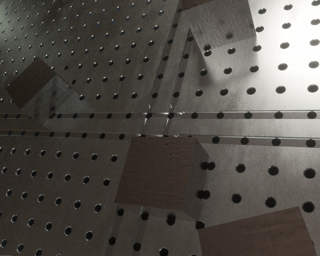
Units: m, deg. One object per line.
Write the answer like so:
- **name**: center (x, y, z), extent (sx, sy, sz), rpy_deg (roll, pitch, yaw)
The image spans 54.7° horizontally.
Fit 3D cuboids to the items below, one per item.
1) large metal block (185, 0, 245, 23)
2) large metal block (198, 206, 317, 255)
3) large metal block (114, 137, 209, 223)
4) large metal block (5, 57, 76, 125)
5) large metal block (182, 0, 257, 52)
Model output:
- **large metal block**: center (0.078, -0.215, 0.464), extent (0.080, 0.080, 0.050), rpy_deg (-9, 58, 23)
- **large metal block**: center (0.087, 0.110, 0.260), extent (0.080, 0.080, 0.050), rpy_deg (-19, 55, 17)
- **large metal block**: center (0.005, 0.057, 0.354), extent (0.080, 0.050, 0.080), rpy_deg (-1, 61, 27)
- **large metal block**: center (-0.209, -0.066, 0.539), extent (0.080, 0.050, 0.080), rpy_deg (-46, 52, -4)
- **large metal block**: center (0.082, -0.161, 0.428), extent (0.080, 0.080, 0.050), rpy_deg (-13, 57, 21)
